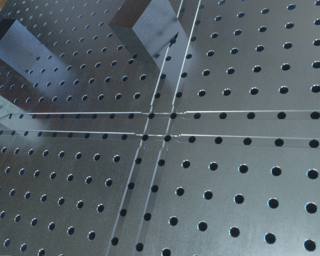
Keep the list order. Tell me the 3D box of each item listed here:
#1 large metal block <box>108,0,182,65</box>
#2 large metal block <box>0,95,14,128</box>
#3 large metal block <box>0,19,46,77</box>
[{"bbox_3d":[-0.020,-0.159,0.482,0.050,0.080,0.080,22,73,36],"label":"large metal block"},{"bbox_3d":[-0.340,-0.037,0.577,0.080,0.080,0.050,-10,58,23],"label":"large metal block"},{"bbox_3d":[-0.298,-0.162,0.631,0.050,0.080,0.080,15,70,34],"label":"large metal block"}]
